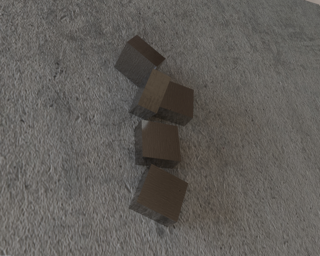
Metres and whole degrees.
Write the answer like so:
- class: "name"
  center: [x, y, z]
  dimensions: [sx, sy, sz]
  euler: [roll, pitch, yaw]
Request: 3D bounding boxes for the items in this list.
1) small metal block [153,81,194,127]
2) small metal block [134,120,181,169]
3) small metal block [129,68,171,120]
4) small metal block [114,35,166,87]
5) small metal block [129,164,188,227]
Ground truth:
- class: "small metal block"
  center: [0.019, -0.036, 0.435]
  dimensions: [0.050, 0.025, 0.050]
  euler: [18, 55, -18]
- class: "small metal block"
  center: [-0.004, 0.021, 0.389]
  dimensions: [0.050, 0.025, 0.050]
  euler: [10, 58, -23]
- class: "small metal block"
  center: [-0.014, -0.042, 0.396]
  dimensions: [0.025, 0.050, 0.050]
  euler: [25, 75, -14]
- class: "small metal block"
  center: [-0.028, -0.090, 0.426]
  dimensions: [0.050, 0.050, 0.025]
  euler: [40, 48, -1]
- class: "small metal block"
  center: [-0.001, 0.077, 0.356]
  dimensions: [0.050, 0.025, 0.050]
  euler: [29, 52, -10]
